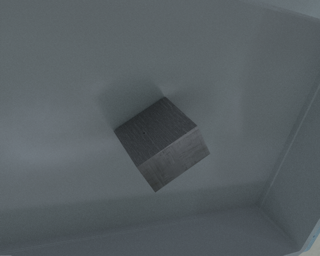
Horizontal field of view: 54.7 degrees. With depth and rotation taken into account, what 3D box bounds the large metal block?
[{"bbox_3d":[0.001,0.017,0.382,0.080,0.080,0.050,-34,129,-6],"label":"large metal block"}]
